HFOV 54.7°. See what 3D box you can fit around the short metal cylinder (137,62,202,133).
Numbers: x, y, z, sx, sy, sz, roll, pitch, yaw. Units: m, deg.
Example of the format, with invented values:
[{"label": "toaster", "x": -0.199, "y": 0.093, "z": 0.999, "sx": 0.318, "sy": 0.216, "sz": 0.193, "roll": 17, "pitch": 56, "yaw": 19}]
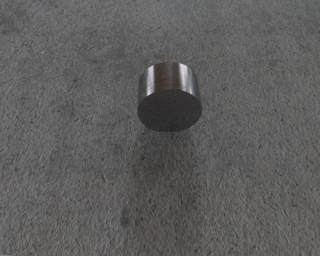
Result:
[{"label": "short metal cylinder", "x": 0.012, "y": -0.038, "z": 0.402, "sx": 0.081, "sy": 0.080, "sz": 0.050, "roll": -1, "pitch": 50, "yaw": -1}]
